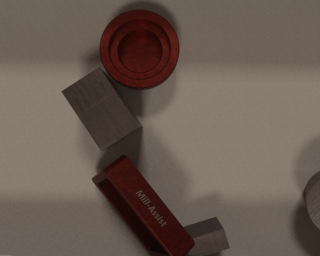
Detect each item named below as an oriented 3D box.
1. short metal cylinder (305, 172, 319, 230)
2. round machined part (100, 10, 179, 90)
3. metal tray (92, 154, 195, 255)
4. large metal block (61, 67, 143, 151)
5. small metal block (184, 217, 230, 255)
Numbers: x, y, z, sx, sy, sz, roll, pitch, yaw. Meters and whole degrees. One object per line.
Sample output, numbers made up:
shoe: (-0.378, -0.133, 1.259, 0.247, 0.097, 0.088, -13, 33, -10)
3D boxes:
short metal cylinder: (0.227, 0.092, 0.389, 0.080, 0.050, 0.079, 0, 91, 22)
round machined part: (-0.025, -0.098, 0.403, 0.099, 0.042, 0.097, 0, 90, -1)
metal tray: (-0.025, 0.099, 0.376, 0.030, 0.090, 0.130, -38, 91, -26)
large metal block: (-0.066, -0.021, 0.383, 0.050, 0.080, 0.080, -33, 90, 0)
small metal block: (0.057, 0.141, 0.400, 0.050, 0.050, 0.025, -17, 90, 0)
